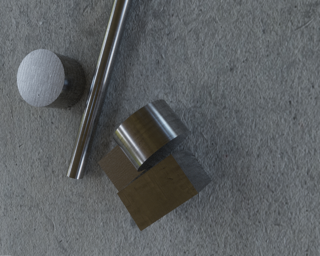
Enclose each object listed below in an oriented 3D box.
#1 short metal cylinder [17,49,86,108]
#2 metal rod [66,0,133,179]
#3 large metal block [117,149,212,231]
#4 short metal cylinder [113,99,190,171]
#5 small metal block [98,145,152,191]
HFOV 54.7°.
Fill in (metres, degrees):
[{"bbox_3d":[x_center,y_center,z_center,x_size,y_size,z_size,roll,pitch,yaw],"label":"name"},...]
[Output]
[{"bbox_3d":[-0.157,-0.069,0.449,0.080,0.050,0.079,0,90,19],"label":"short metal cylinder"},{"bbox_3d":[-0.082,-0.072,0.436,0.025,0.025,0.298,19,96,18],"label":"metal rod"},{"bbox_3d":[0.009,0.071,0.376,0.080,0.080,0.050,-38,78,16],"label":"large metal block"},{"bbox_3d":[-0.010,0.010,0.383,0.080,0.080,0.050,-41,77,15],"label":"short metal cylinder"},{"bbox_3d":[-0.048,0.050,0.425,0.050,0.025,0.050,-42,77,15],"label":"small metal block"}]
